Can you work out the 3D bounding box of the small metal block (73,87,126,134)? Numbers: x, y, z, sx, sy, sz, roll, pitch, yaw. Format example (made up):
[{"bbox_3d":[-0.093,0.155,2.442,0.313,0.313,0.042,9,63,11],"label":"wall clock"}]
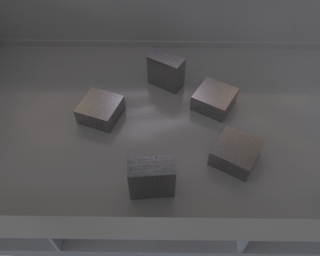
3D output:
[{"bbox_3d":[-0.081,-0.025,0.425,0.050,0.025,0.050,16,52,13],"label":"small metal block"}]

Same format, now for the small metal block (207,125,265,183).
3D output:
[{"bbox_3d":[0.093,0.031,0.380,0.050,0.025,0.050,25,54,19],"label":"small metal block"}]

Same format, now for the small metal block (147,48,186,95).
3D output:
[{"bbox_3d":[0.009,-0.084,0.459,0.050,0.050,0.025,25,55,20],"label":"small metal block"}]

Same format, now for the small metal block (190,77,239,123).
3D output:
[{"bbox_3d":[0.077,-0.041,0.440,0.050,0.025,0.050,25,54,19],"label":"small metal block"}]

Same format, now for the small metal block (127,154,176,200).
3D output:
[{"bbox_3d":[-0.009,0.055,0.342,0.050,0.050,0.025,-3,50,-3],"label":"small metal block"}]
